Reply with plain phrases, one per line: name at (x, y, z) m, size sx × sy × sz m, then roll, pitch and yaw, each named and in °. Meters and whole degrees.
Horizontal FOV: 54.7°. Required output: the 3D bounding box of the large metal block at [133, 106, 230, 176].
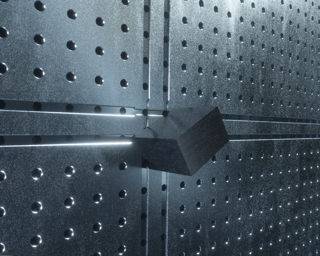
large metal block at (0.028, 0.014, 0.399) m, size 0.080 × 0.080 × 0.050 m, roll -37°, pitch 113°, yaw -34°
